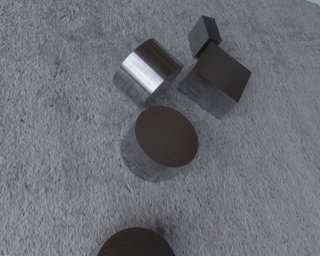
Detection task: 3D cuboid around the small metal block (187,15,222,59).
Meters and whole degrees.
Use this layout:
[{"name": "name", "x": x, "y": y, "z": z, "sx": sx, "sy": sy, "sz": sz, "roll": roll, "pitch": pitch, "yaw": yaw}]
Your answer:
[{"name": "small metal block", "x": 0.073, "y": -0.150, "z": 0.519, "sx": 0.025, "sy": 0.050, "sz": 0.050, "roll": 4, "pitch": 60, "yaw": -26}]

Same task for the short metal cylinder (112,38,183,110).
[{"name": "short metal cylinder", "x": -0.015, "y": -0.069, "z": 0.402, "sx": 0.050, "sy": 0.080, "sz": 0.080, "roll": 44, "pitch": 51, "yaw": 2}]

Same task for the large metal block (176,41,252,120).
[{"name": "large metal block", "x": 0.085, "y": -0.073, "z": 0.478, "sx": 0.080, "sy": 0.050, "sz": 0.080, "roll": 36, "pitch": 51, "yaw": -4}]

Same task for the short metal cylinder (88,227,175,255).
[{"name": "short metal cylinder", "x": -0.029, "y": 0.139, "z": 0.287, "sx": 0.081, "sy": 0.050, "sz": 0.080, "roll": 14, "pitch": 56, "yaw": -21}]

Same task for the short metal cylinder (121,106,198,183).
[{"name": "short metal cylinder", "x": -0.001, "y": 0.020, "z": 0.375, "sx": 0.081, "sy": 0.050, "sz": 0.080, "roll": 14, "pitch": 56, "yaw": -21}]
